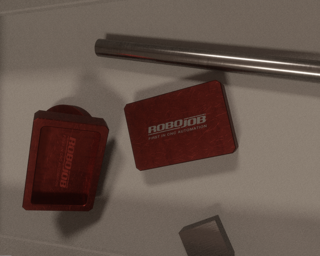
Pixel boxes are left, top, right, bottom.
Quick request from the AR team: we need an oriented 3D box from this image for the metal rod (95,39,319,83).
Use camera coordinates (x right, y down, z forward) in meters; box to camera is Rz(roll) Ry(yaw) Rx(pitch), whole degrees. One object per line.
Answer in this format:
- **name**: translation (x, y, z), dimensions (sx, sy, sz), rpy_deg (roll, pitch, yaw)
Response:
- **metal rod**: translation (0.054, -0.087, 0.390), dimensions (0.301, 0.025, 0.025), rpy_deg (11, 94, 19)

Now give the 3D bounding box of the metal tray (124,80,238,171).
- **metal tray**: translation (0.025, -0.001, 0.398), dimensions (0.130, 0.030, 0.090), rpy_deg (-13, 86, 19)

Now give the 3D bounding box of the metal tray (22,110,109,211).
- **metal tray**: translation (-0.125, 0.047, 0.409), dimensions (0.091, 0.030, 0.129), rpy_deg (7, 109, -22)

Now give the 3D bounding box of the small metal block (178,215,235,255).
- **small metal block**: translation (0.059, 0.144, 0.389), dimensions (0.050, 0.025, 0.050), rpy_deg (-26, 82, 18)

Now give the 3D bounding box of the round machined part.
- **round machined part**: translation (-0.143, 0.014, 0.450), dimensions (0.098, 0.042, 0.097), rpy_deg (0, 90, 19)
